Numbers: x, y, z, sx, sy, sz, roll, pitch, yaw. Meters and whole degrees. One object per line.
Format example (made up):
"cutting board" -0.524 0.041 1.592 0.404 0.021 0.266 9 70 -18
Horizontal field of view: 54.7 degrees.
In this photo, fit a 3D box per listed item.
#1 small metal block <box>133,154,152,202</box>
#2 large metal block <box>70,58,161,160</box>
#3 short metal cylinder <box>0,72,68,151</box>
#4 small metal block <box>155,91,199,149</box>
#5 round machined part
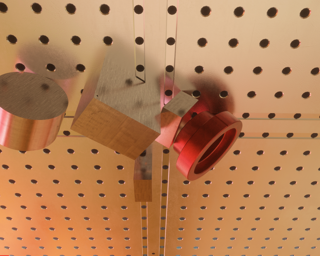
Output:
"small metal block" -0.024 0.073 0.458 0.025 0.050 0.050 0 130 -1
"large metal block" -0.047 -0.022 0.356 0.080 0.080 0.050 29 124 -23
"short metal cylinder" -0.153 -0.020 0.356 0.080 0.080 0.050 20 127 -16
"small metal block" 0.019 -0.011 0.383 0.025 0.050 0.050 30 130 13
"round machined part" 0.056 0.017 0.394 0.099 0.042 0.098 -37 153 -22
